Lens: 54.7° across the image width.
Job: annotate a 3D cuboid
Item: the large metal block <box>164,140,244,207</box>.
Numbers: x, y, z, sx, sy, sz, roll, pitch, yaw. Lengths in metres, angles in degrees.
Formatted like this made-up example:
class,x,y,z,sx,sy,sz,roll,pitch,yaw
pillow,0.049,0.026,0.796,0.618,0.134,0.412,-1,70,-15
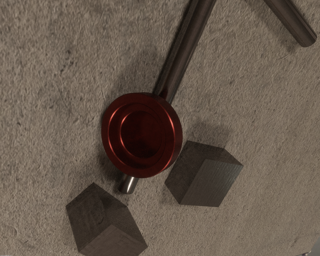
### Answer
class,x,y,z,sx,sy,sz,roll,pitch,yaw
large metal block,0.066,0.072,0.474,0.081,0.050,0.080,14,111,-34

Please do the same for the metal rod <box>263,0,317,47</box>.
class,x,y,z,sx,sy,sz,roll,pitch,yaw
metal rod,0.108,-0.181,0.355,0.301,0.025,0.025,27,103,-38

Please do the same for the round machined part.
class,x,y,z,sx,sy,sz,roll,pitch,yaw
round machined part,-0.018,0.006,0.366,0.042,0.098,0.097,-16,133,-61

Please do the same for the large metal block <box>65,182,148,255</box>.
class,x,y,z,sx,sy,sz,roll,pitch,yaw
large metal block,-0.072,0.132,0.415,0.050,0.080,0.080,-41,130,0

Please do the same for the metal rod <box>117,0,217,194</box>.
class,x,y,z,sx,sy,sz,roll,pitch,yaw
metal rod,0.007,-0.044,0.384,0.025,0.025,0.298,10,113,-33
